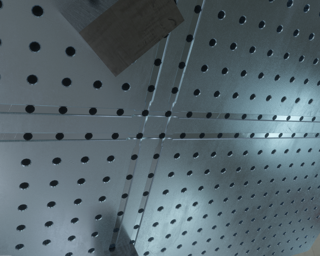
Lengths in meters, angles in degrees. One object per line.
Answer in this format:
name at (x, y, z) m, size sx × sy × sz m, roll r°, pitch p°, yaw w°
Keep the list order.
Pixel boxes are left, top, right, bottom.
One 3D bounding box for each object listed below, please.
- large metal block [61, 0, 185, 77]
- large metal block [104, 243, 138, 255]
large metal block at (-0.038, -0.105, 0.291) m, size 0.080 × 0.080 × 0.050 m, roll -40°, pitch 130°, yaw -1°
large metal block at (-0.056, 0.251, 0.502) m, size 0.050 × 0.080 × 0.079 m, roll -8°, pitch 122°, yaw -25°
